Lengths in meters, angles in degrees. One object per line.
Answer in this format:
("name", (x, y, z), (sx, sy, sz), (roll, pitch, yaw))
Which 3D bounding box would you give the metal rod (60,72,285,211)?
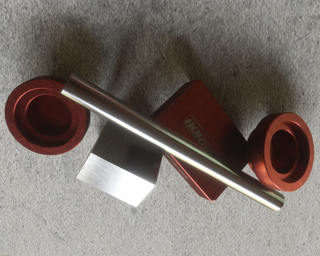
("metal rod", (0.031, 0.027, 0.354), (0.301, 0.025, 0.025), (30, 107, -21))

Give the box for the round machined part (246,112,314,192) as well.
("round machined part", (0.149, 0.030, 0.397), (0.099, 0.042, 0.097), (2, 87, -32))

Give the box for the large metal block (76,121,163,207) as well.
("large metal block", (-0.045, 0.038, 0.387), (0.080, 0.080, 0.050), (29, 127, -10))

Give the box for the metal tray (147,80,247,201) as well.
("metal tray", (0.051, 0.016, 0.393), (0.090, 0.030, 0.130), (-45, 107, -16))

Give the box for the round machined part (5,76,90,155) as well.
("round machined part", (-0.137, -0.018, 0.392), (0.099, 0.042, 0.097), (0, 110, -1))
